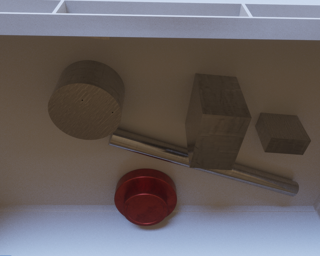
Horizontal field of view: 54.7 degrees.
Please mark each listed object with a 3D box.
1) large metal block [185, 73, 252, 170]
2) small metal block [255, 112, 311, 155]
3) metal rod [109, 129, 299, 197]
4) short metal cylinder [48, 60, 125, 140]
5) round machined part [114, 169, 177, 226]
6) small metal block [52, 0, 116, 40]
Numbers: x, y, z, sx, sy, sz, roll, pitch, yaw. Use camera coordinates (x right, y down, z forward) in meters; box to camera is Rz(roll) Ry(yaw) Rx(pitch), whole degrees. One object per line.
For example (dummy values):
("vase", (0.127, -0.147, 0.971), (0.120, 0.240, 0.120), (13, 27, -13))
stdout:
("large metal block", (0.063, -0.008, 0.367), (0.050, 0.080, 0.079), (4, 130, -4))
("small metal block", (0.157, 0.007, 0.401), (0.050, 0.050, 0.025), (5, 130, -4))
("metal rod", (0.074, 0.054, 0.456), (0.302, 0.025, 0.025), (17, 128, -15))
("short metal cylinder", (-0.084, -0.032, 0.364), (0.081, 0.050, 0.079), (0, 130, 0))
("round machined part", (-0.022, 0.115, 0.485), (0.099, 0.042, 0.097), (-1, 120, -1))
("small metal block", (-0.070, -0.110, 0.298), (0.050, 0.050, 0.025), (6, 130, -5))
